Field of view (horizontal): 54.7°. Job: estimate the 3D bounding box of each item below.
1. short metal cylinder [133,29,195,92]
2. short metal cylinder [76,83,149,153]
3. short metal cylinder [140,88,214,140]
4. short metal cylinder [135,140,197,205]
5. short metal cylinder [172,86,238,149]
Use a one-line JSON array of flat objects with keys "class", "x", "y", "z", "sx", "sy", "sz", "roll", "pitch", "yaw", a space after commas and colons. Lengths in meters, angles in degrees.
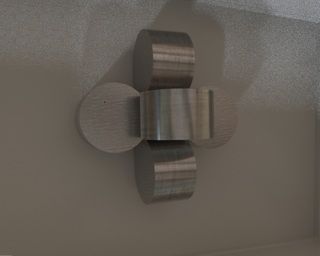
[{"class": "short metal cylinder", "x": 0.002, "y": -0.078, "z": 0.380, "sx": 0.050, "sy": 0.080, "sz": 0.080, "roll": -2, "pitch": 91, "yaw": -21}, {"class": "short metal cylinder", "x": -0.058, "y": -0.012, "z": 0.374, "sx": 0.081, "sy": 0.050, "sz": 0.080, "roll": 0, "pitch": 90, "yaw": -20}, {"class": "short metal cylinder", "x": 0.019, "y": -0.014, "z": 0.339, "sx": 0.081, "sy": 0.080, "sz": 0.050, "roll": -1, "pitch": 90, "yaw": -20}, {"class": "short metal cylinder", "x": 0.004, "y": 0.051, "z": 0.381, "sx": 0.050, "sy": 0.080, "sz": 0.080, "roll": -2, "pitch": 91, "yaw": -21}, {"class": "short metal cylinder", "x": 0.056, "y": -0.013, "z": 0.415, "sx": 0.081, "sy": 0.050, "sz": 0.080, "roll": 0, "pitch": 90, "yaw": -20}]
